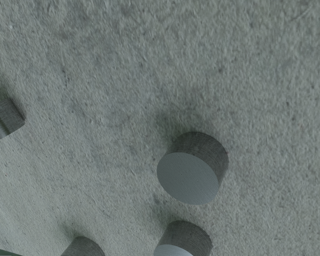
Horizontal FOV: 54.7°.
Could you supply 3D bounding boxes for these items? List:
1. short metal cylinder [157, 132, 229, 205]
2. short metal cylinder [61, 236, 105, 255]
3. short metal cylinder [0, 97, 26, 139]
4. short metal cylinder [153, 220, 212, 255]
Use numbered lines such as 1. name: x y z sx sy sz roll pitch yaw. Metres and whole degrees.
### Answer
1. short metal cylinder: 0.043 0.052 0.399 0.080 0.050 0.079 13 124 20
2. short metal cylinder: -0.161 0.273 0.642 0.080 0.050 0.079 13 124 20
3. short metal cylinder: -0.272 -0.009 0.505 0.080 0.080 0.050 -14 111 33
4. short metal cylinder: 0.037 0.195 0.490 0.080 0.050 0.079 13 124 20
